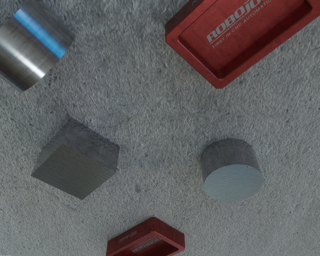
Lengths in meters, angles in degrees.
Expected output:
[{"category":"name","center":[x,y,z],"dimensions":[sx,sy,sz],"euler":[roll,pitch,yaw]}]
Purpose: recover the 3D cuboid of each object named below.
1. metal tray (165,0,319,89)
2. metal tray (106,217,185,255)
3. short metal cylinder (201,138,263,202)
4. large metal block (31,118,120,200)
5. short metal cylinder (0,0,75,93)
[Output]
[{"category":"metal tray","center":[0.080,-0.109,0.311],"dimensions":[0.090,0.030,0.130],"euler":[37,121,-27]},{"category":"metal tray","center":[-0.028,0.226,0.595],"dimensions":[0.130,0.030,0.090],"euler":[-36,122,26]},{"category":"short metal cylinder","center":[0.100,0.061,0.444],"dimensions":[0.081,0.050,0.079],"euler":[0,130,0]},{"category":"large metal block","center":[-0.115,0.045,0.428],"dimensions":[0.080,0.050,0.080],"euler":[35,122,-26]},{"category":"short metal cylinder","center":[-0.130,-0.081,0.301],"dimensions":[0.080,0.080,0.050],"euler":[-31,124,23]}]
